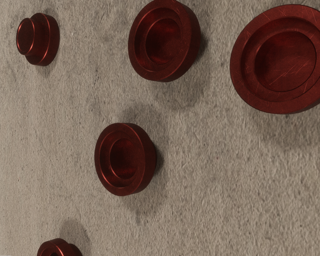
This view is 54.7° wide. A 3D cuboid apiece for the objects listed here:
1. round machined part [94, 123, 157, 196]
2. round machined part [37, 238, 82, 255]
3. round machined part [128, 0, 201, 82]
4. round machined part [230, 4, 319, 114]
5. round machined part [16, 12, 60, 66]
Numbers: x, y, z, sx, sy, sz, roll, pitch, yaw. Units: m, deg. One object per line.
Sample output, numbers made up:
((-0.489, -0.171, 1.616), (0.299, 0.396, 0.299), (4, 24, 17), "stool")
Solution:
((-0.043, 0.041, 0.427), (0.098, 0.042, 0.097), (0, 90, 39), "round machined part")
((-0.166, 0.237, 0.528), (0.098, 0.042, 0.097), (0, 90, 39), "round machined part")
((0.009, -0.105, 0.384), (0.098, 0.042, 0.097), (0, 90, 39), "round machined part")
((0.121, -0.061, 0.294), (0.098, 0.042, 0.097), (0, 90, 39), "round machined part")
((-0.235, -0.168, 0.584), (0.098, 0.042, 0.097), (0, 90, 39), "round machined part")
